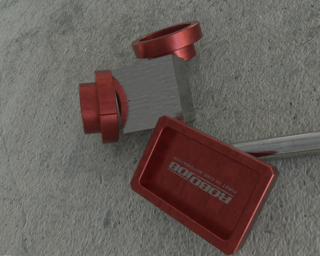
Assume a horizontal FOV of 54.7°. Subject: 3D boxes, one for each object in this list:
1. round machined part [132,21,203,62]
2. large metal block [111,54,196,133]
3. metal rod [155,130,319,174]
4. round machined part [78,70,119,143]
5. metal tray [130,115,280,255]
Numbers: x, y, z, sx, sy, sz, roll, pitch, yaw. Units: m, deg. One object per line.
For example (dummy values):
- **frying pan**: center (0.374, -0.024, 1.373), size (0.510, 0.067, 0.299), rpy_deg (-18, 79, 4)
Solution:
- **round machined part**: center (0.013, -0.115, 0.437), size (0.098, 0.042, 0.098), rpy_deg (-16, 23, 7)
- **large metal block**: center (-0.007, -0.041, 0.392), size (0.080, 0.050, 0.080), rpy_deg (-10, 92, 22)
- **metal rod**: center (0.134, 0.019, 0.321), size (0.301, 0.025, 0.025), rpy_deg (-10, 57, 22)
- **round machined part**: center (-0.082, -0.027, 0.411), size (0.042, 0.097, 0.098), rpy_deg (-7, 53, -12)
- **metal tray**: center (0.040, 0.052, 0.318), size (0.130, 0.030, 0.090), rpy_deg (28, 97, 30)
